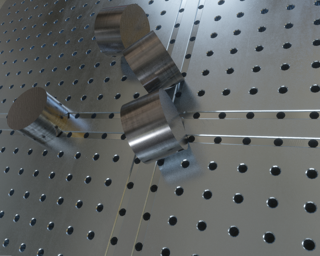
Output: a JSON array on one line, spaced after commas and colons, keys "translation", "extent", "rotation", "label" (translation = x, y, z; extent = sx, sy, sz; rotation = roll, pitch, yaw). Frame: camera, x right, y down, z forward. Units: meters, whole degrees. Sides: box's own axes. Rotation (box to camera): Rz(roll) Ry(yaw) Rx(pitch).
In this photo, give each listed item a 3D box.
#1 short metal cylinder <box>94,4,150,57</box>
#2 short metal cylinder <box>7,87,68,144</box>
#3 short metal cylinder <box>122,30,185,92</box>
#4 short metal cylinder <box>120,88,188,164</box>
[{"translation": [-0.059, -0.155, 0.499], "extent": [0.050, 0.080, 0.080], "rotation": [7, 65, 31], "label": "short metal cylinder"}, {"translation": [-0.201, -0.020, 0.510], "extent": [0.080, 0.050, 0.080], "rotation": [-13, 56, 21], "label": "short metal cylinder"}, {"translation": [-0.009, -0.088, 0.431], "extent": [0.050, 0.080, 0.080], "rotation": [-33, 52, 7], "label": "short metal cylinder"}, {"translation": [-0.006, -0.002, 0.377], "extent": [0.050, 0.080, 0.080], "rotation": [-23, 53, 15], "label": "short metal cylinder"}]
